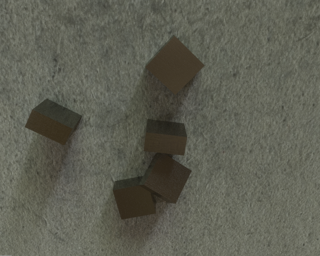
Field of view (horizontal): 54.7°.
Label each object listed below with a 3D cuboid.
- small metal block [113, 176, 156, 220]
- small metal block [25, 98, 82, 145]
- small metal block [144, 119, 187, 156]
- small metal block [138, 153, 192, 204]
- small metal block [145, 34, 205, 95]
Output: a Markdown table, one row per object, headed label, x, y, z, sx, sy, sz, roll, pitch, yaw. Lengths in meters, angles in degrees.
| label | x | y | z | sx | sy | sz | roll | pitch | yaw |
| --- | --- | --- | --- | --- | --- | --- | --- | --- | --- |
| small metal block | -0.036 | 0.100 | 0.446 | 0.050 | 0.025 | 0.050 | -11 | 110 | 3 |
| small metal block | -0.133 | -0.009 | 0.391 | 0.050 | 0.050 | 0.025 | 27 | 108 | -10 |
| small metal block | 0.006 | 0.011 | 0.401 | 0.050 | 0.050 | 0.025 | 7 | 110 | -3 |
| small metal block | 0.007 | 0.068 | 0.422 | 0.050 | 0.025 | 0.050 | 33 | 69 | -12 |
| small metal block | 0.018 | -0.078 | 0.381 | 0.050 | 0.025 | 0.050 | 42 | 105 | -14 |
